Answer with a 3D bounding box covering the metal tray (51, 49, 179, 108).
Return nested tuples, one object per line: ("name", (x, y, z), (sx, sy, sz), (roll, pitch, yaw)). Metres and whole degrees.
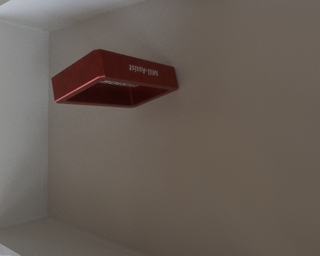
("metal tray", (-0.051, -0.054, 0.382), (0.090, 0.131, 0.030), (-19, 78, 39))
